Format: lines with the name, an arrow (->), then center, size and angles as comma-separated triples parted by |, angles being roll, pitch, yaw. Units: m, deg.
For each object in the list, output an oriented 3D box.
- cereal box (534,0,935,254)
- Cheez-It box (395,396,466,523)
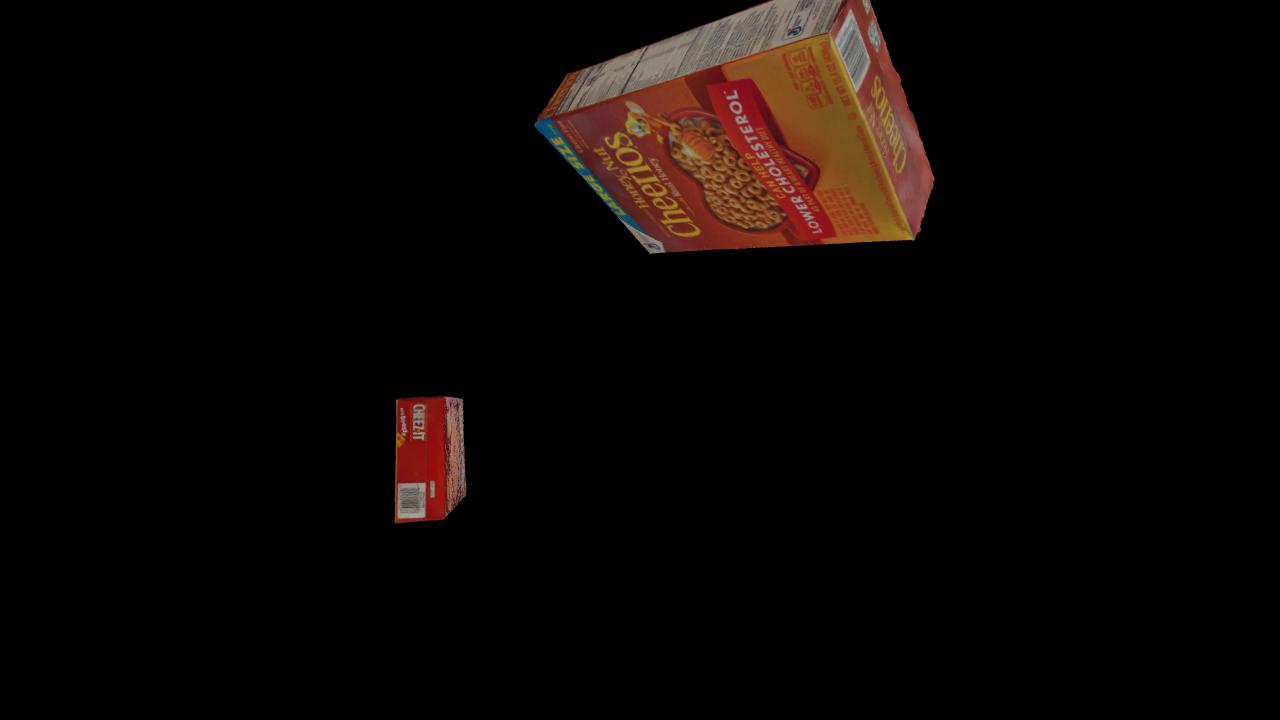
cereal box -> 0.076, -0.188, 0.554 | 0.306, 0.081, 0.203 | 6, -27, 43
Cheez-It box -> -0.304, 0.138, 0.910 | 0.071, 0.166, 0.223 | -1, -4, -10
